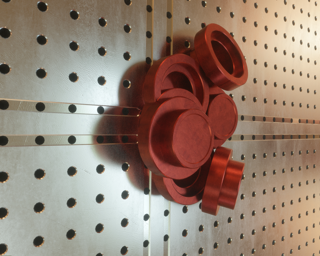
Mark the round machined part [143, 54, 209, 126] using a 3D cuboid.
[{"bbox_3d":[0.017,-0.046,0.411,0.099,0.042,0.097,0,90,-40],"label":"round machined part"}]

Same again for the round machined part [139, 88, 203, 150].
[{"bbox_3d":[0.012,-0.002,0.406,0.099,0.042,0.097,0,90,-40],"label":"round machined part"}]

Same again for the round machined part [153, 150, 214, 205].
[{"bbox_3d":[0.028,0.052,0.420,0.099,0.042,0.097,0,90,-40],"label":"round machined part"}]

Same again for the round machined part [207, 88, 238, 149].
[{"bbox_3d":[0.079,-0.016,0.463,0.099,0.042,0.097,0,90,-40],"label":"round machined part"}]

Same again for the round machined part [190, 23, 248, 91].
[{"bbox_3d":[0.082,-0.097,0.450,0.098,0.042,0.098,24,53,-36],"label":"round machined part"}]

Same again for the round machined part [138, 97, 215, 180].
[{"bbox_3d":[0.026,0.012,0.364,0.099,0.042,0.097,0,90,-40],"label":"round machined part"}]

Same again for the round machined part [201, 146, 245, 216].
[{"bbox_3d":[0.093,0.078,0.443,0.098,0.042,0.098,13,91,-73],"label":"round machined part"}]
